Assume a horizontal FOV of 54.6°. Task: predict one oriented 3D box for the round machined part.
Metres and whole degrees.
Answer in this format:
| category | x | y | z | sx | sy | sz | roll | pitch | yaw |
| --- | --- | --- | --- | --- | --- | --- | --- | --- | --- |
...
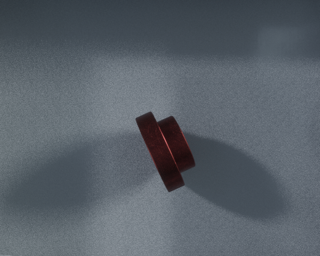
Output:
| category | x | y | z | sx | sy | sz | roll | pitch | yaw |
| --- | --- | --- | --- | --- | --- | --- | --- | --- | --- |
| round machined part | 0.010 | 0.024 | 0.375 | 0.042 | 0.098 | 0.098 | -24 | 90 | -2 |
